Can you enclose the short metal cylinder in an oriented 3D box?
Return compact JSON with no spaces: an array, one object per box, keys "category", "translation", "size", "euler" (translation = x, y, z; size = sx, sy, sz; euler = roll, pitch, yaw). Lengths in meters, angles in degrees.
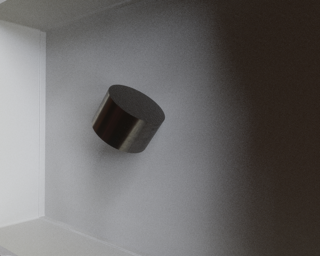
[{"category":"short metal cylinder","translation":[-0.041,-0.013,0.403],"size":[0.080,0.081,0.050],"euler":[48,118,29]}]
